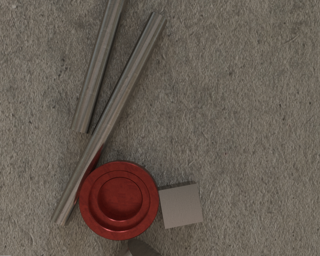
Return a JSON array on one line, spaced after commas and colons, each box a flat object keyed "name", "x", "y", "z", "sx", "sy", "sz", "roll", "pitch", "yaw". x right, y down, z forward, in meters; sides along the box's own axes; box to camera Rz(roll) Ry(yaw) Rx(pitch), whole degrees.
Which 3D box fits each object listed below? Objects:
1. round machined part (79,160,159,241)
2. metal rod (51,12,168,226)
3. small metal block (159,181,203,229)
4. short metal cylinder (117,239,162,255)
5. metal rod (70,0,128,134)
[{"name": "round machined part", "x": -0.050, "y": 0.090, "z": 0.401, "sx": 0.099, "sy": 0.042, "sz": 0.097, "roll": 0, "pitch": 90, "yaw": -1}, {"name": "metal rod", "x": -0.067, "y": -0.012, "z": 0.409, "sx": 0.025, "sy": 0.025, "sz": 0.299, "roll": 26, "pitch": 90, "yaw": -1}, {"name": "small metal block", "x": 0.026, "y": 0.100, "z": 0.409, "sx": 0.050, "sy": 0.025, "sz": 0.050, "roll": -10, "pitch": 90, "yaw": -5}, {"name": "short metal cylinder", "x": -0.024, "y": 0.185, "z": 0.382, "sx": 0.080, "sy": 0.080, "sz": 0.050, "roll": 38, "pitch": 90, "yaw": -1}, {"name": "metal rod", "x": -0.065, "y": -0.139, "z": 0.409, "sx": 0.025, "sy": 0.025, "sz": 0.298, "roll": 16, "pitch": 90, "yaw": -1}]
